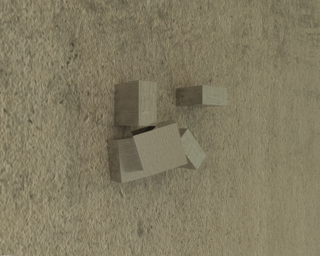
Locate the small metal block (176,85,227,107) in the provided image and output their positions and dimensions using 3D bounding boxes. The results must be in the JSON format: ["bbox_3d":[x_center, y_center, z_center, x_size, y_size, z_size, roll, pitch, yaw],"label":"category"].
[{"bbox_3d":[0.058,-0.044,0.437,0.050,0.050,0.025,0,91,-40],"label":"small metal block"}]

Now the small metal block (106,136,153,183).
[{"bbox_3d":[-0.034,0.035,0.376,0.050,0.025,0.050,-8,95,-40],"label":"small metal block"}]

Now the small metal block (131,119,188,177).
[{"bbox_3d":[-0.001,0.022,0.357,0.050,0.025,0.050,-17,103,-7],"label":"small metal block"}]

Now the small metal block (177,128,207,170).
[{"bbox_3d":[0.025,0.027,0.409,0.025,0.050,0.050,-51,120,-28],"label":"small metal block"}]

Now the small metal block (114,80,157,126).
[{"bbox_3d":[-0.030,-0.027,0.363,0.025,0.050,0.050,0,90,-40],"label":"small metal block"}]
